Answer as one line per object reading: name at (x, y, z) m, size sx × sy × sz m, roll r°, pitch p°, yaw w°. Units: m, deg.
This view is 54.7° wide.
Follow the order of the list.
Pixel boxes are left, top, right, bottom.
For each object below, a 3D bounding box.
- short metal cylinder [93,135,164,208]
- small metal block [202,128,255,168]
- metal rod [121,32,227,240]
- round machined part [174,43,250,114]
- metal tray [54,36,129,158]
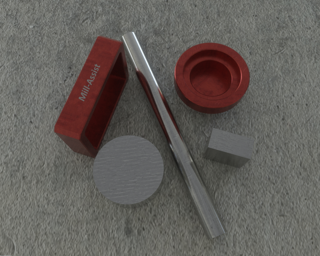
short metal cylinder at (-0.036, 0.054, 0.375) m, size 0.081 × 0.050 × 0.080 m, roll 0°, pitch 70°, yaw 0°
small metal block at (0.083, 0.026, 0.385) m, size 0.050 × 0.050 × 0.025 m, roll 16°, pitch 71°, yaw 5°
metal rod at (0.011, -0.003, 0.411) m, size 0.025 × 0.025 × 0.299 m, roll -21°, pitch 72°, yaw -8°
round machined part at (0.068, -0.064, 0.424) m, size 0.099 × 0.042 × 0.098 m, roll 0°, pitch 70°, yaw -1°
metal tray at (-0.079, -0.036, 0.387) m, size 0.030 × 0.090 × 0.130 m, roll 17°, pitch 71°, yaw 6°
